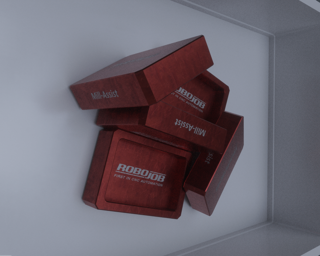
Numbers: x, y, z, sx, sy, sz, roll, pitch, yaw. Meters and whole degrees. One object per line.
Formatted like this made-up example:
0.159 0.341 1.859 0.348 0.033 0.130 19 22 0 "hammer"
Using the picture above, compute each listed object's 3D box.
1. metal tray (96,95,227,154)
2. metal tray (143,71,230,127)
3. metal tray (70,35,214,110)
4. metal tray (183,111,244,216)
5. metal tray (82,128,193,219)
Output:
0.004 0.000 0.366 0.131 0.090 0.030 20 78 -39 "metal tray"
0.040 -0.043 0.437 0.131 0.030 0.090 27 73 -37 "metal tray"
-0.023 -0.054 0.317 0.091 0.130 0.030 -37 113 -34 "metal tray"
0.083 0.051 0.447 0.130 0.030 0.090 -58 152 -24 "metal tray"
-0.021 0.059 0.384 0.131 0.030 0.090 20 77 -38 "metal tray"
